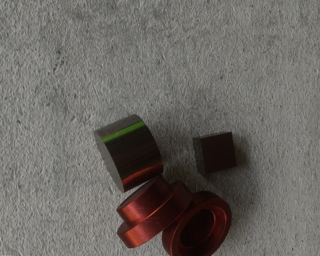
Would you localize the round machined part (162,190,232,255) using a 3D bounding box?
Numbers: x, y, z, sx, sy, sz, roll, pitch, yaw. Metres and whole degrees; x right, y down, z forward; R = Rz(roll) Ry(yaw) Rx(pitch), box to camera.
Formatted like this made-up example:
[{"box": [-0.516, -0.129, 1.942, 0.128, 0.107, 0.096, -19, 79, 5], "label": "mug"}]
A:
[{"box": [0.043, 0.125, 0.406, 0.099, 0.042, 0.097, -13, 115, -30], "label": "round machined part"}]

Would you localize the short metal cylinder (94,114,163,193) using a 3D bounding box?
[{"box": [-0.038, 0.030, 0.367, 0.050, 0.080, 0.080, -25, 99, -19], "label": "short metal cylinder"}]

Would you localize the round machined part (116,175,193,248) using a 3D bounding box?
[{"box": [-0.012, 0.092, 0.368, 0.098, 0.098, 0.042, -37, 89, -16], "label": "round machined part"}]

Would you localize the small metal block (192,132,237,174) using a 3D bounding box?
[{"box": [0.077, 0.034, 0.439, 0.050, 0.025, 0.050, -11, 94, -20], "label": "small metal block"}]
